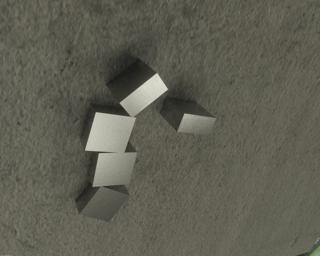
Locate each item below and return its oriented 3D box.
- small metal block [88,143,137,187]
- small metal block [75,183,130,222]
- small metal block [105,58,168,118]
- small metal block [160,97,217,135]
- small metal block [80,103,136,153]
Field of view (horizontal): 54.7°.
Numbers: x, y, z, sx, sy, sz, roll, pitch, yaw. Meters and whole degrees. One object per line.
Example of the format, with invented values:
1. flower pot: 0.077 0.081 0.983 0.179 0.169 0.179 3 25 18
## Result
1. small metal block: -0.062 0.047 0.402 0.050 0.025 0.050 1 117 -29
2. small metal block: -0.079 0.097 0.425 0.050 0.025 0.050 30 102 -38
3. small metal block: -0.027 -0.046 0.349 0.050 0.050 0.025 -39 130 -2
4. small metal block: 0.036 -0.016 0.402 0.050 0.050 0.025 6 115 -32
5. small metal block: -0.063 0.001 0.374 0.050 0.025 0.050 7 114 -32
